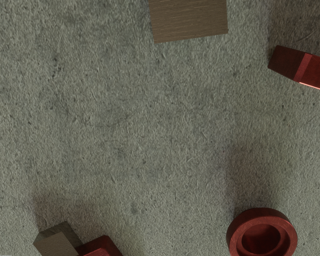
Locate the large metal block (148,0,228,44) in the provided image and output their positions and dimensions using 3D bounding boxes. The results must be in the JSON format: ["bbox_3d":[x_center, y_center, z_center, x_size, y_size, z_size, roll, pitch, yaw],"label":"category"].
[{"bbox_3d":[0.028,-0.142,0.344,0.080,0.050,0.079,-8,110,2],"label":"large metal block"}]

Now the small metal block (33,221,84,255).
[{"bbox_3d":[-0.154,0.177,0.473,0.050,0.025,0.050,-25,109,8],"label":"small metal block"}]

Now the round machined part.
[{"bbox_3d":[0.147,0.159,0.462,0.099,0.042,0.097,0,110,-1],"label":"round machined part"}]

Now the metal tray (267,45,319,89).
[{"bbox_3d":[0.202,-0.058,0.356,0.131,0.090,0.030,16,109,-6],"label":"metal tray"}]

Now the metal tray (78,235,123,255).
[{"bbox_3d":[-0.091,0.243,0.495,0.090,0.030,0.130,-27,108,9],"label":"metal tray"}]
